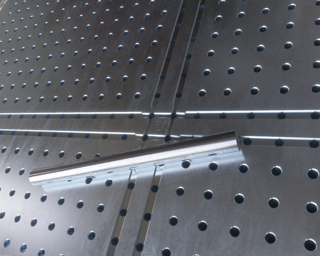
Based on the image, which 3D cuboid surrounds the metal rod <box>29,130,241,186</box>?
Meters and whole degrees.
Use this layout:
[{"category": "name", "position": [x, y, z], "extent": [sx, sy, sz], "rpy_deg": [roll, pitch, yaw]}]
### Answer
[{"category": "metal rod", "position": [-0.048, 0.044, 0.407], "extent": [0.300, 0.025, 0.025], "rpy_deg": [-12, 57, 21]}]
